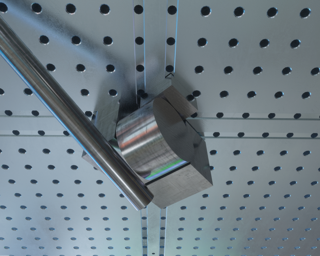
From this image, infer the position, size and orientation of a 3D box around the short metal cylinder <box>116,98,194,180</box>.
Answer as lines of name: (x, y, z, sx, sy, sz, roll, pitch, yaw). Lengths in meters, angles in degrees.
short metal cylinder: (-0.004, 0.012, 0.353, 0.050, 0.080, 0.080, -30, 125, 22)

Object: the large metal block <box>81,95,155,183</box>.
large metal block: (-0.045, 0.020, 0.393, 0.050, 0.080, 0.080, -30, 124, 23)

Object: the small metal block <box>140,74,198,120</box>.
small metal block: (0.011, -0.031, 0.386, 0.050, 0.025, 0.050, -34, 123, 25)

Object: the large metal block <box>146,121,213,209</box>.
large metal block: (0.018, 0.049, 0.415, 0.080, 0.080, 0.050, -30, 124, 23)

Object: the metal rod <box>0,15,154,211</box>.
metal rod: (-0.109, -0.033, 0.313, 0.025, 0.025, 0.300, -34, 102, 25)
